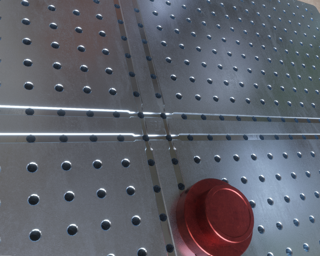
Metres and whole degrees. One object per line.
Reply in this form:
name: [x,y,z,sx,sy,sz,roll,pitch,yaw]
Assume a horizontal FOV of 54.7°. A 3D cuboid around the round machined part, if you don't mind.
round machined part: [0.073,0.107,0.373,0.099,0.042,0.098,14,56,-21]
